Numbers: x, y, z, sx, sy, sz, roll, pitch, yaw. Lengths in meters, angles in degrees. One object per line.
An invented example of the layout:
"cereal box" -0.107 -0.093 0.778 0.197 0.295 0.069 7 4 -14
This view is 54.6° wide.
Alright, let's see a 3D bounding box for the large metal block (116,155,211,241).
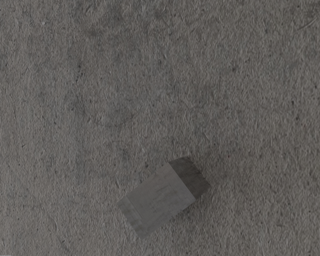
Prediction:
"large metal block" 0.008 0.081 0.377 0.080 0.080 0.050 -40 77 15
